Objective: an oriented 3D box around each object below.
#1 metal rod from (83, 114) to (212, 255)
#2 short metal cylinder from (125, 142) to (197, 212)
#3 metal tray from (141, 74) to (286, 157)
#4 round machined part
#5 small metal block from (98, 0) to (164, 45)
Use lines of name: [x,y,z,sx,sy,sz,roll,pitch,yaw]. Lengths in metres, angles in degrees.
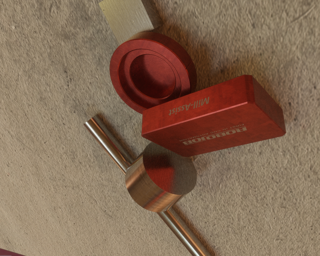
metal rod: [-0.011,0.104,0.476,0.025,0.025,0.300,-31,102,38]
short metal cylinder: [0.001,0.063,0.410,0.080,0.080,0.050,40,129,0]
metal tray: [0.056,-0.006,0.338,0.130,0.030,0.090,-17,150,35]
round machined part: [-0.004,-0.063,0.355,0.098,0.042,0.097,15,131,18]
small metal block: [-0.032,-0.127,0.345,0.050,0.025,0.050,-14,111,34]
